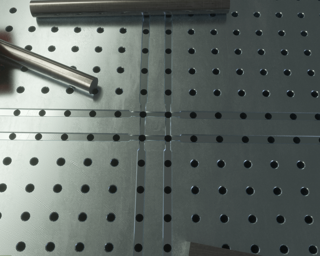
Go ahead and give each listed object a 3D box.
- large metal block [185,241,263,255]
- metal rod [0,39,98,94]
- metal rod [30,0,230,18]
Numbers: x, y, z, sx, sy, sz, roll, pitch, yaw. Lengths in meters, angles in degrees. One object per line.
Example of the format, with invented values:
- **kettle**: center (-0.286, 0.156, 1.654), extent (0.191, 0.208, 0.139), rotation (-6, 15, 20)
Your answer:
- **large metal block**: center (0.064, 0.173, 0.336), extent (0.080, 0.050, 0.080), rotation (10, 70, 3)
- **metal rod**: center (-0.231, -0.116, 0.451), extent (0.301, 0.025, 0.025), rotation (22, 72, 7)
- **metal rod**: center (-0.044, -0.187, 0.479), extent (0.302, 0.025, 0.025), rotation (-2, 70, -1)
